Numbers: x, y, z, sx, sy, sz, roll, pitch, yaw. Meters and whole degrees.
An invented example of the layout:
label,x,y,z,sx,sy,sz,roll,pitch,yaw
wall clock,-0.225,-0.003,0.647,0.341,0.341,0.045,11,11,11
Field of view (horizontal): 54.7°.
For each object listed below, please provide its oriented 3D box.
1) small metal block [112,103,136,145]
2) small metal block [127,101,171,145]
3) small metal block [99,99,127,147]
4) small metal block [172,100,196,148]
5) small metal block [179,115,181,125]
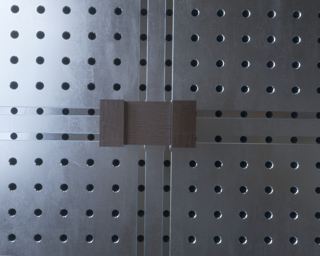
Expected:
label,x,y,z,sx,sy,sz,roll,pitch,yaw
small metal block,-0.045,-0.005,0.400,0.025,0.050,0.050,1,90,0
small metal block,-0.013,-0.006,0.364,0.050,0.025,0.050,1,90,-1
small metal block,-0.051,-0.005,0.349,0.025,0.050,0.050,1,90,0
small metal block,0.025,-0.004,0.350,0.025,0.050,0.050,1,90,0
small metal block,0.020,-0.004,0.401,0.025,0.050,0.050,-1,90,0
